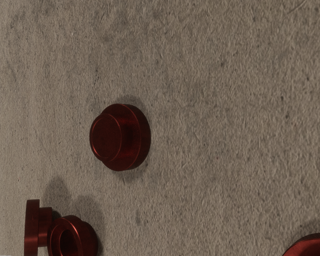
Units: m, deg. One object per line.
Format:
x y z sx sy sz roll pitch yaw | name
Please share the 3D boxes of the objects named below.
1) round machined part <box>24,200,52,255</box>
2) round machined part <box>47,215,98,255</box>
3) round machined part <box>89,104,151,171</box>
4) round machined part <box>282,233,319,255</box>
-0.216 0.177 0.551 0.098 0.042 0.097 -177 90 -69 | round machined part
-0.139 0.191 0.505 0.098 0.042 0.097 0 90 39 | round machined part
-0.064 0.014 0.444 0.098 0.042 0.097 0 90 39 | round machined part
0.150 0.146 0.270 0.098 0.042 0.097 0 90 39 | round machined part
